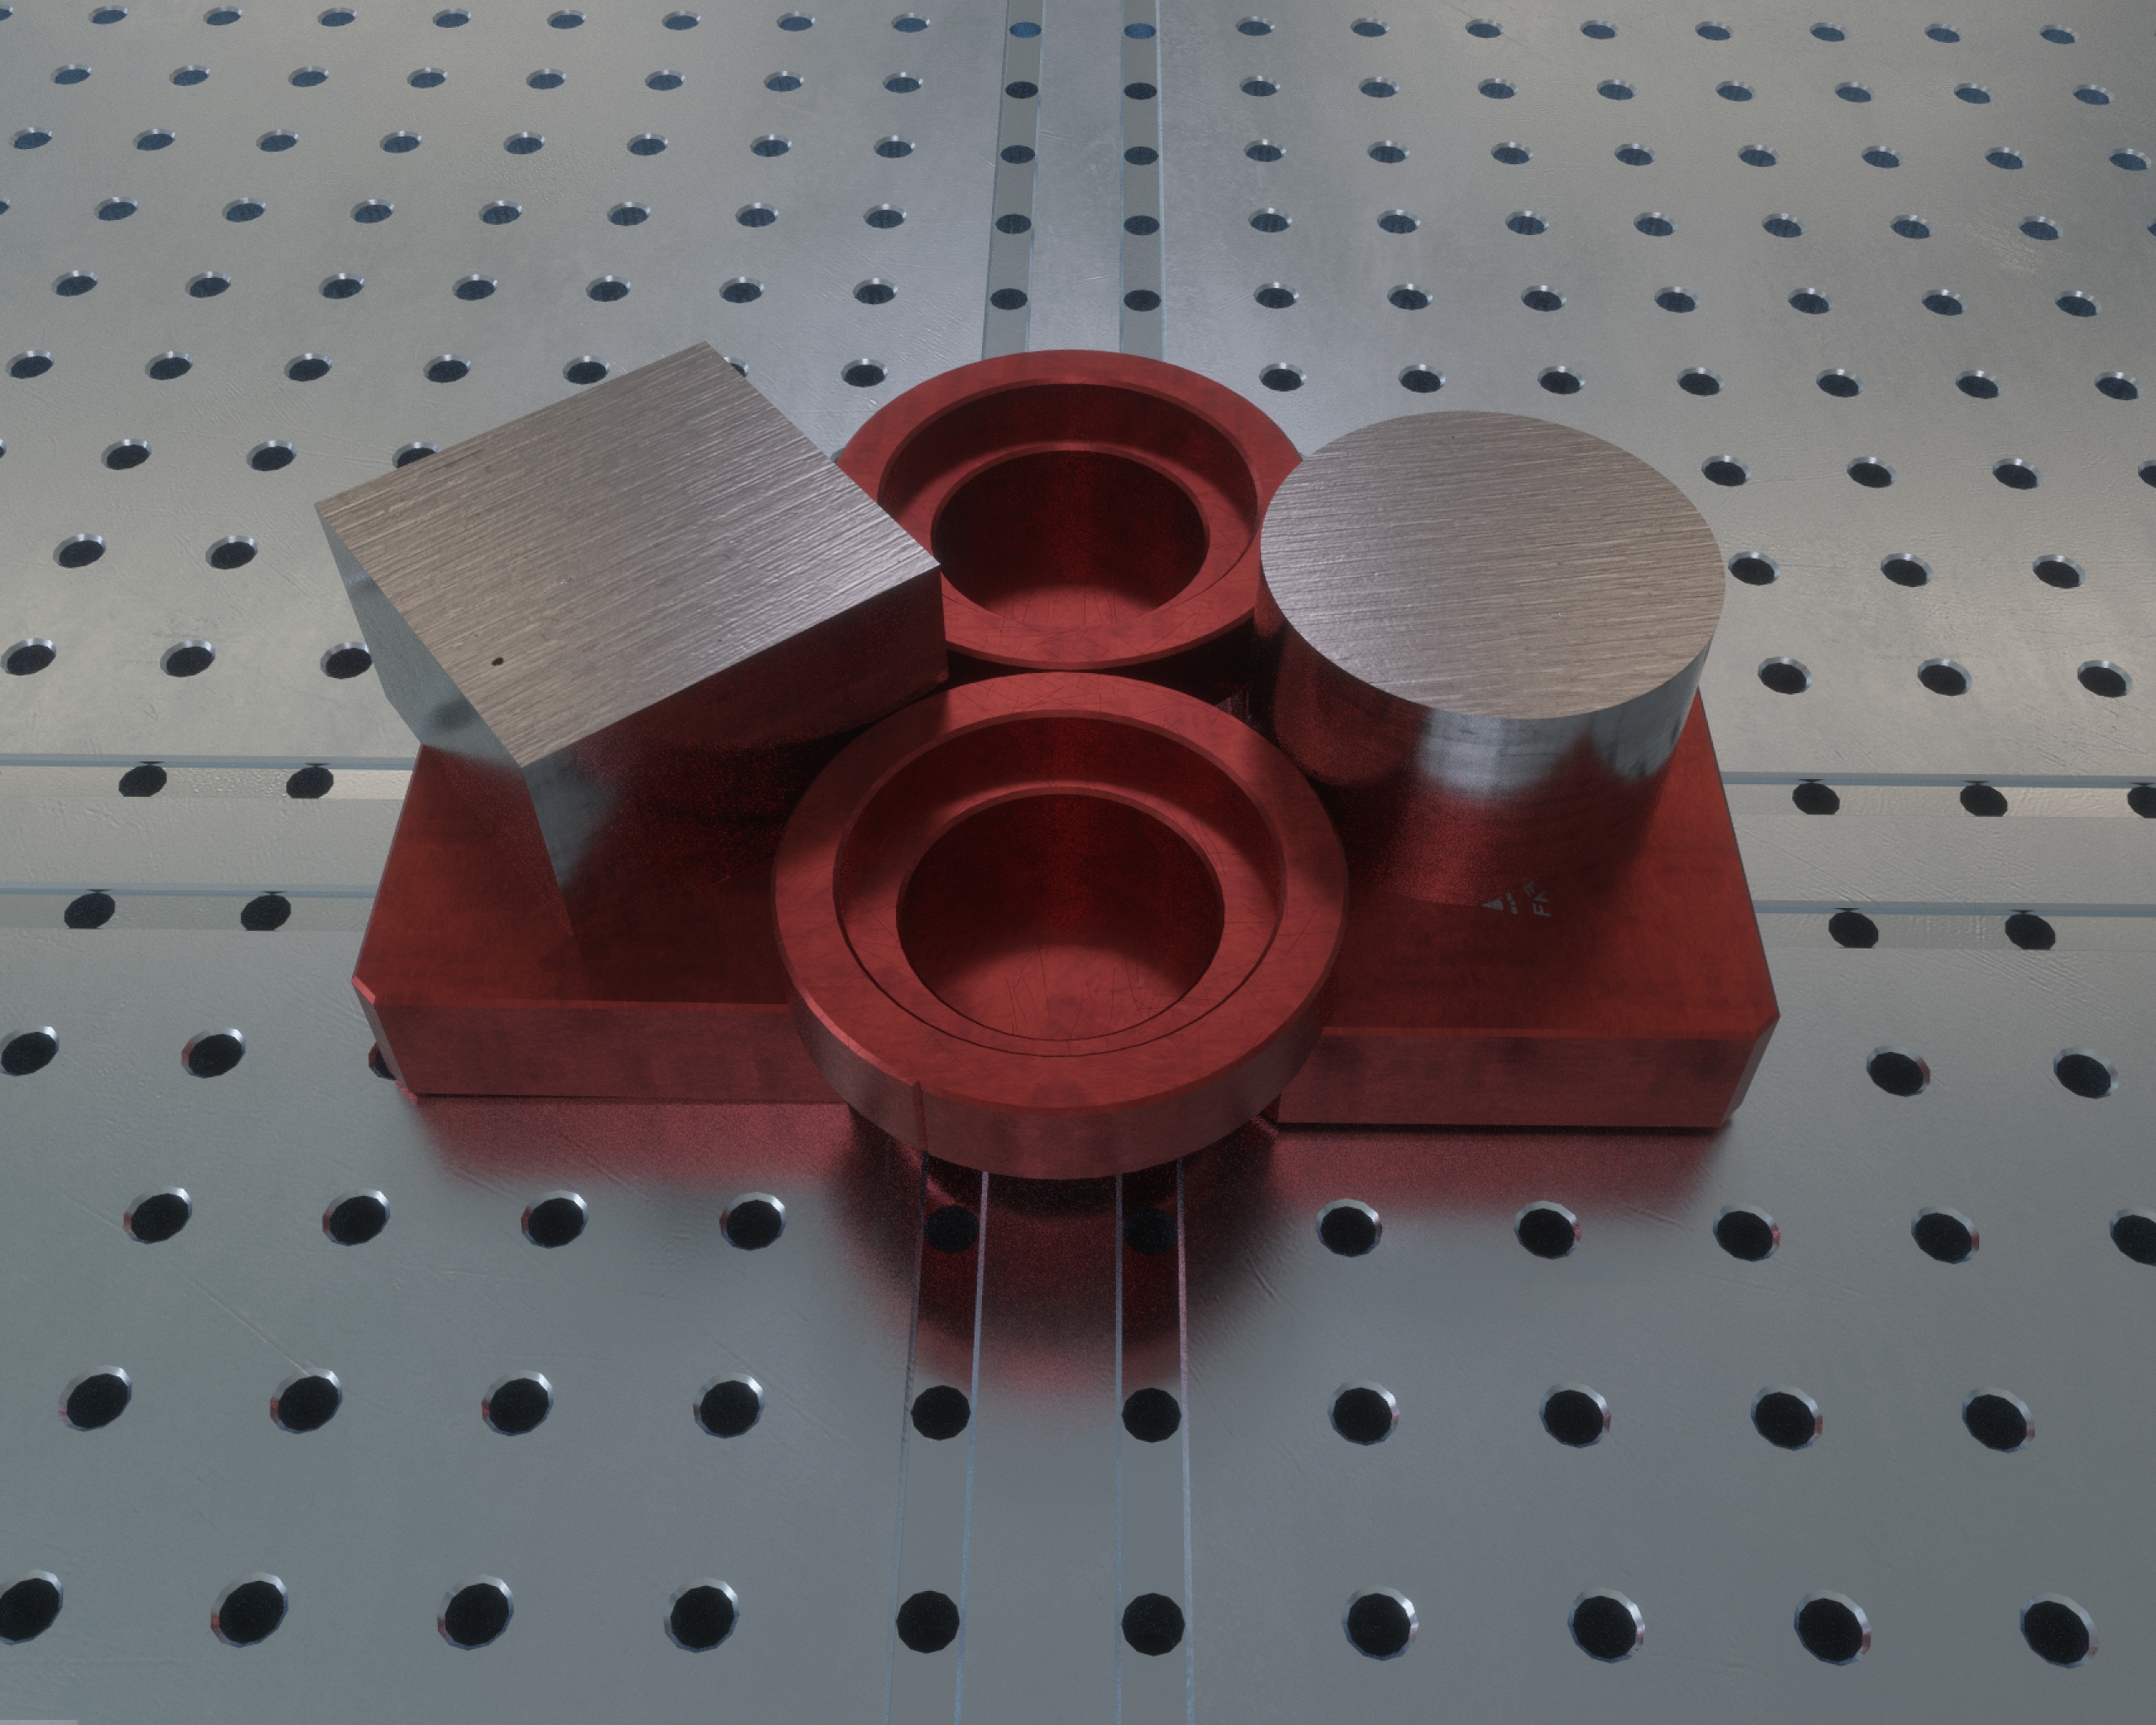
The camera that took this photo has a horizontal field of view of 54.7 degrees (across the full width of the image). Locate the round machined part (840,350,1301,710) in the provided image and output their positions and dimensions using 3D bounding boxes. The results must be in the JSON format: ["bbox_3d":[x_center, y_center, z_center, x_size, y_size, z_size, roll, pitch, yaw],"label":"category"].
[{"bbox_3d":[-0.001,-0.061,0.435,0.099,0.042,0.098,0,50,0],"label":"round machined part"}]

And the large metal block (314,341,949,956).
[{"bbox_3d":[-0.080,-0.042,0.387,0.081,0.050,0.080,-30,56,-23],"label":"large metal block"}]

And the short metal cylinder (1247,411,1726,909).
[{"bbox_3d":[0.072,-0.038,0.384,0.081,0.050,0.080,0,50,0],"label":"short metal cylinder"}]

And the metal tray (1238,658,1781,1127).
[{"bbox_3d":[0.078,-0.011,0.411,0.091,0.030,0.130,1,50,0],"label":"metal tray"}]

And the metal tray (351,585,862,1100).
[{"bbox_3d":[-0.082,-0.015,0.416,0.091,0.030,0.130,1,50,-1],"label":"metal tray"}]

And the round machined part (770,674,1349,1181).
[{"bbox_3d":[-0.003,0.015,0.372,0.099,0.042,0.098,0,50,0],"label":"round machined part"}]
